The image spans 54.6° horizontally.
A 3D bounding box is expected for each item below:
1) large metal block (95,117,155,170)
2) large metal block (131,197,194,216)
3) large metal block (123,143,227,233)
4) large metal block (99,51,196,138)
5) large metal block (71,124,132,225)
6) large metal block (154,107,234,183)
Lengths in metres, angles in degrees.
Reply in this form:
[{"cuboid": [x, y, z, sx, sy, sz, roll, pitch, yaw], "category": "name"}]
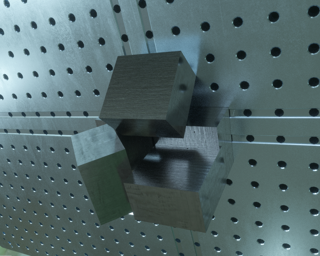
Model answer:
[{"cuboid": [-0.033, 0.016, 0.423, 0.080, 0.050, 0.080, 7, 122, 25], "category": "large metal block"}, {"cuboid": [0.017, 0.100, 0.422, 0.080, 0.050, 0.080, 2, 164, 27], "category": "large metal block"}, {"cuboid": [0.020, 0.059, 0.337, 0.080, 0.080, 0.050, 2, 119, 27], "category": "large metal block"}, {"cuboid": [-0.012, -0.036, 0.350, 0.080, 0.080, 0.050, 2, 158, 27], "category": "large metal block"}, {"cuboid": [-0.064, 0.050, 0.366, 0.050, 0.080, 0.080, -20, 117, -13], "category": "large metal block"}, {"cuboid": [0.043, 0.020, 0.385, 0.080, 0.050, 0.080, 3, 120, 27], "category": "large metal block"}]
